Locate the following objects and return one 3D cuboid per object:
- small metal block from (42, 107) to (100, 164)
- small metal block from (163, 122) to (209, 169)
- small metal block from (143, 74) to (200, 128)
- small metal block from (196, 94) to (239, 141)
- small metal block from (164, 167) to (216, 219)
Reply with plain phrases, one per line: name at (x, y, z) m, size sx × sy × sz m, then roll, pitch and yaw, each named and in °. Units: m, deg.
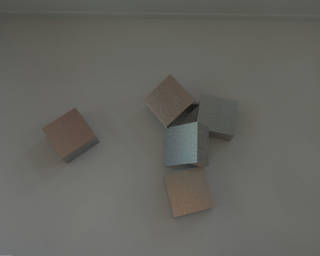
small metal block at (-0.116, 0.010, 0.405) m, size 0.050 × 0.025 × 0.050 m, roll -35°, pitch 74°, yaw -12°
small metal block at (0.033, 0.023, 0.386) m, size 0.050 × 0.025 × 0.050 m, roll -12°, pitch 67°, yaw 39°
small metal block at (0.015, -0.034, 0.410) m, size 0.050 × 0.025 × 0.050 m, roll -43°, pitch 70°, yaw 11°
small metal block at (0.075, -0.014, 0.415) m, size 0.050 × 0.025 × 0.050 m, roll 11°, pitch 70°, yaw 3°
small metal block at (0.035, 0.080, 0.381) m, size 0.050 × 0.025 × 0.050 m, roll -13°, pitch 71°, yaw -5°
